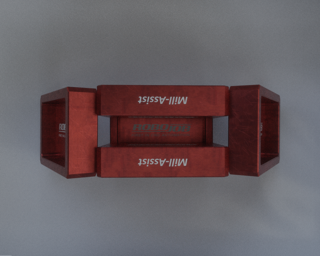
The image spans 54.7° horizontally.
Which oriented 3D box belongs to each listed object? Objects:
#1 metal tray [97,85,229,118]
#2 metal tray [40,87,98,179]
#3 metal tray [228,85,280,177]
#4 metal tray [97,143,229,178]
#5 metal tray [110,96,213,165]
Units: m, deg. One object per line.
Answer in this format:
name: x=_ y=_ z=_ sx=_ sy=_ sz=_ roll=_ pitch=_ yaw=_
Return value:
metal tray: x=0.003 y=-0.027 z=0.347 sx=0.131 sy=0.090 sz=0.030 roll=0 pitch=90 yaw=0
metal tray: x=-0.110 y=0.003 z=0.358 sx=0.030 sy=0.130 sz=0.089 roll=0 pitch=91 yaw=-32
metal tray: x=0.113 y=0.002 z=0.359 sx=0.030 sy=0.131 sz=0.089 roll=1 pitch=91 yaw=30
metal tray: x=0.003 y=0.034 z=0.347 sx=0.131 sy=0.090 sz=0.030 roll=0 pitch=90 yaw=-1
metal tray: x=0.002 y=0.003 z=0.407 sx=0.131 sy=0.030 sz=0.089 roll=0 pitch=90 yaw=-1
